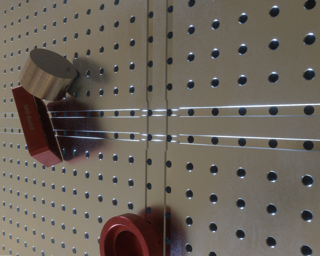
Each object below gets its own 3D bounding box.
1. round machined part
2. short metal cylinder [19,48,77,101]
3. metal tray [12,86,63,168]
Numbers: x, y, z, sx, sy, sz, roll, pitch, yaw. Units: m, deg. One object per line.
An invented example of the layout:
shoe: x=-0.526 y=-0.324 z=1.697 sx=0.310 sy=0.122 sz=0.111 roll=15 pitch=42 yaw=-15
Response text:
round machined part: x=-0.036 y=0.167 z=0.428 sx=0.098 sy=0.042 sz=0.097 roll=0 pitch=90 yaw=40
short metal cylinder: x=-0.192 y=-0.091 z=0.532 sx=0.050 sy=0.081 sz=0.080 roll=-52 pitch=60 yaw=27
metal tray: x=-0.215 y=-0.003 z=0.549 sx=0.090 sy=0.030 sz=0.130 roll=94 pitch=154 yaw=-70
